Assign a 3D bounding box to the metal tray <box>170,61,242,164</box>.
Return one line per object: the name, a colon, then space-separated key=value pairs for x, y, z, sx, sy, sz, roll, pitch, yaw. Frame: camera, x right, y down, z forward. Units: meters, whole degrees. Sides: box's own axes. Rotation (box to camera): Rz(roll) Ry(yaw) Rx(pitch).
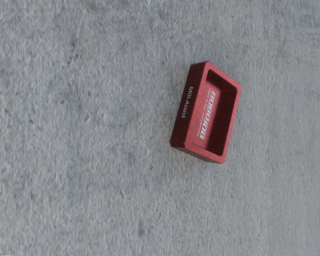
metal tray: x=0.071 y=-0.021 z=0.459 sx=0.090 sy=0.030 sz=0.130 roll=25 pitch=74 yaw=-37
